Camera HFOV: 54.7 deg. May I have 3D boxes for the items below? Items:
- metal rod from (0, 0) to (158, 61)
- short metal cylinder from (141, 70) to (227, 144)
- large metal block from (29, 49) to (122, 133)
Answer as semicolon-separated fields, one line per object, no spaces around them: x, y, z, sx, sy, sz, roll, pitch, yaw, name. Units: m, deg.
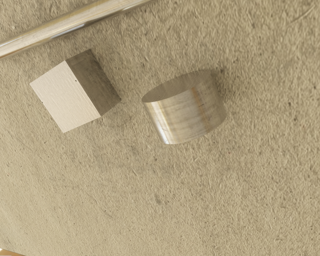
-0.135;-0.127;0.399;0.300;0.025;0.025;-8;115;31;metal rod
0.027;-0.025;0.342;0.080;0.080;0.050;-12;113;33;short metal cylinder
-0.114;-0.049;0.421;0.080;0.050;0.080;-19;108;35;large metal block
